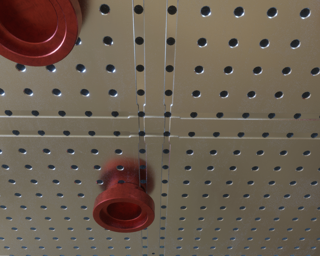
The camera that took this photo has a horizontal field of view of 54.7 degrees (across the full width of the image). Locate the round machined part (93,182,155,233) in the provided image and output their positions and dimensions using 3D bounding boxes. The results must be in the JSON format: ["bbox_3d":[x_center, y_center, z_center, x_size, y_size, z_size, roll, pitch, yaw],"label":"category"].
[{"bbox_3d":[-0.058,0.127,0.508,0.099,0.042,0.097,-1,130,0],"label":"round machined part"}]

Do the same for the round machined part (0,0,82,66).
[{"bbox_3d":[-0.126,-0.113,0.302,0.099,0.042,0.097,-1,130,0],"label":"round machined part"}]
